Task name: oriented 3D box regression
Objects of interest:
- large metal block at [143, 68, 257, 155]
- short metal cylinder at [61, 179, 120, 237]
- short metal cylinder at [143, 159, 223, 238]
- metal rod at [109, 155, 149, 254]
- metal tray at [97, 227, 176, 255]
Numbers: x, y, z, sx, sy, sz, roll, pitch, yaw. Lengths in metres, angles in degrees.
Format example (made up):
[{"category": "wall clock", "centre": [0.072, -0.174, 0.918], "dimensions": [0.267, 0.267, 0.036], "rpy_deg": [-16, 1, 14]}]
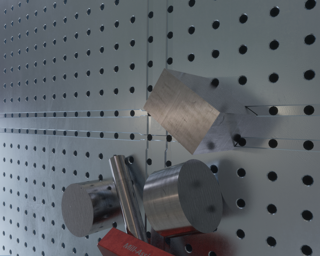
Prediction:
[{"category": "large metal block", "centre": [0.044, -0.018, 0.338], "dimensions": [0.080, 0.081, 0.050], "rpy_deg": [44, 117, 31]}, {"category": "short metal cylinder", "centre": [-0.109, 0.123, 0.483], "dimensions": [0.080, 0.050, 0.080], "rpy_deg": [0, 90, 40]}, {"category": "short metal cylinder", "centre": [0.027, 0.080, 0.351], "dimensions": [0.050, 0.081, 0.080], "rpy_deg": [-24, 75, 37]}, {"category": "metal rod", "centre": [-0.020, 0.173, 0.397], "dimensions": [0.025, 0.025, 0.299], "rpy_deg": [-38, 58, 33]}, {"category": "metal tray", "centre": [-0.013, 0.184, 0.388], "dimensions": [0.130, 0.030, 0.090], "rpy_deg": [8, 128, 39]}]
